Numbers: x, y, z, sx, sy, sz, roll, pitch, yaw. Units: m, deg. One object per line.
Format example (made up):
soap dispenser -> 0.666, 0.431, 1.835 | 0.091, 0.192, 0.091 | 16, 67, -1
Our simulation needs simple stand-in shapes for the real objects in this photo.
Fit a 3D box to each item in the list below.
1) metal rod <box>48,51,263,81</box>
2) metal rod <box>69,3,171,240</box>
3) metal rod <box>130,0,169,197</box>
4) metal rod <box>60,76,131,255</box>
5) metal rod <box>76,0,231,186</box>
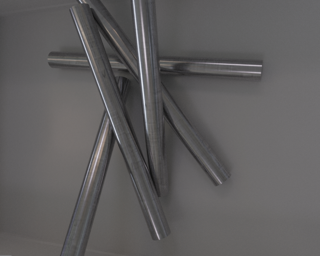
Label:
metal rod -> -0.020, -0.085, 0.417 | 0.301, 0.025, 0.025 | 7, 93, 19
metal rod -> -0.048, -0.006, 0.383 | 0.025, 0.025, 0.299 | -19, 92, 19
metal rod -> -0.011, -0.051, 0.351 | 0.025, 0.025, 0.298 | 5, 116, 20
metal rod -> -0.081, 0.069, 0.370 | 0.025, 0.025, 0.299 | 3, 64, 20
metal rod -> -0.011, -0.055, 0.392 | 0.025, 0.025, 0.299 | -38, 87, 16
